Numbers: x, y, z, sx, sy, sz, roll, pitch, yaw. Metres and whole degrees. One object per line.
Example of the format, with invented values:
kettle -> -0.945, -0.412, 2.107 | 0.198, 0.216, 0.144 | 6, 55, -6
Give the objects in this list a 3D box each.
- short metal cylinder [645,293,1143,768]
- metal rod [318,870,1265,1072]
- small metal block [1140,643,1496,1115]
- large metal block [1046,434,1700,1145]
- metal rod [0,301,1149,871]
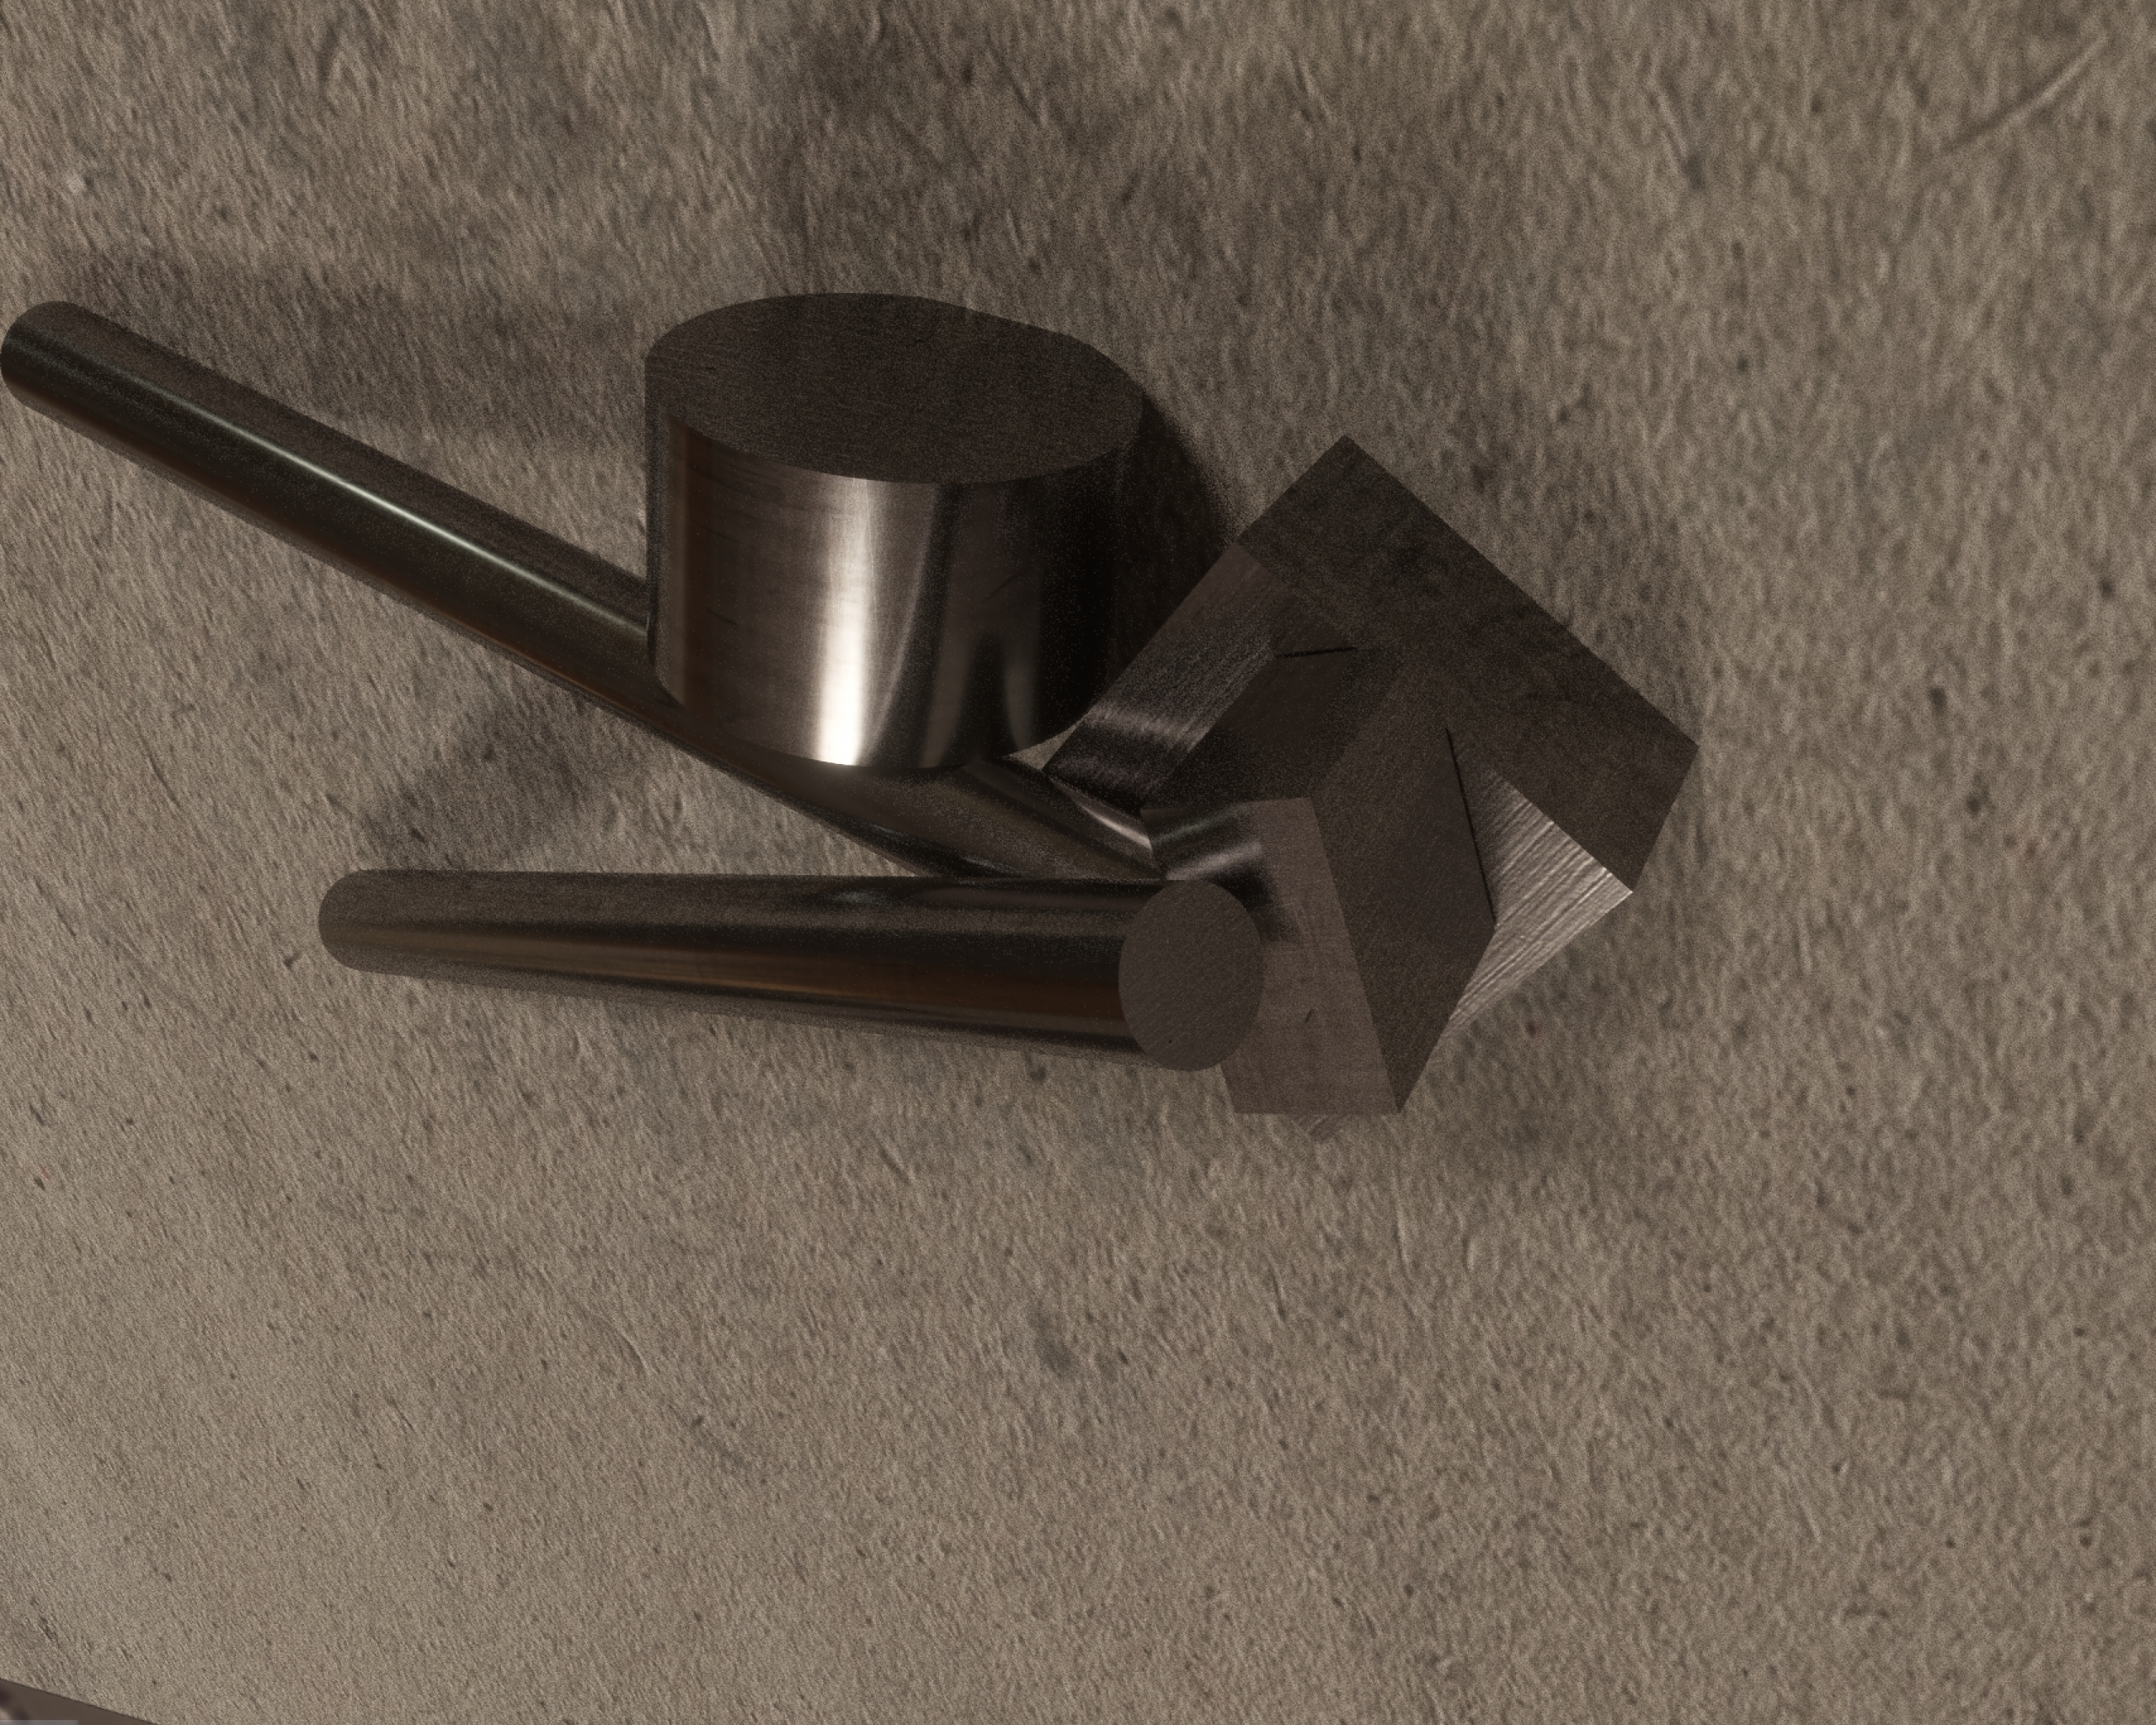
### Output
short metal cylinder -> -0.032, -0.058, 0.354 | 0.080, 0.080, 0.050 | 19, 126, 16
metal rod -> -0.078, 0.014, 0.388 | 0.300, 0.025, 0.025 | 0, 121, 52
small metal block -> 0.037, 0.002, 0.305 | 0.025, 0.050, 0.050 | -4, 117, 30
large metal block -> 0.044, -0.011, 0.359 | 0.080, 0.050, 0.080 | 42, 130, 0
metal rod -> -0.103, -0.050, 0.393 | 0.300, 0.025, 0.025 | 27, 128, 25
